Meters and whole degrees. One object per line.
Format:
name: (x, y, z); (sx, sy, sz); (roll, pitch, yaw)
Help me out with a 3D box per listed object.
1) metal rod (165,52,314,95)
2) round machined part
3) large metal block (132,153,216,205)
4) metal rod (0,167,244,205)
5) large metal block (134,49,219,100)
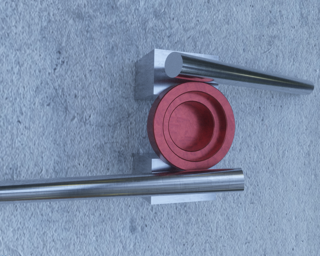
metal rod: (0.125, -0.063, 0.401); (0.302, 0.025, 0.025); (-1, 91, -42)
round machined part: (0.032, -0.002, 0.351); (0.099, 0.042, 0.097); (0, 90, -21)
large metal block: (0.015, 0.059, 0.387); (0.081, 0.080, 0.050); (1, 90, -20)
metal rod: (-0.066, 0.063, 0.328); (0.302, 0.025, 0.025); (-4, 92, 2)
large metal block: (0.017, -0.061, 0.388); (0.081, 0.080, 0.050); (1, 90, -20)
